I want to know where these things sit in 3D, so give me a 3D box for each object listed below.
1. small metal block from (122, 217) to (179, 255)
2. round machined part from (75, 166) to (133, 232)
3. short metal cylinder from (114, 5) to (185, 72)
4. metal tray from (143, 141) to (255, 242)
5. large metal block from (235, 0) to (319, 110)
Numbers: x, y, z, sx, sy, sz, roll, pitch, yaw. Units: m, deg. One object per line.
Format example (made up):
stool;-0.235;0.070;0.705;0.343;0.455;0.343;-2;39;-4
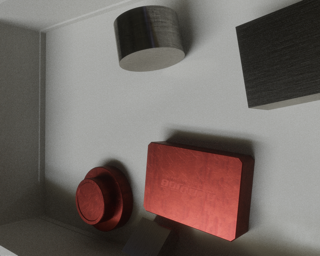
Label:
small metal block;-0.012;0.149;0.397;0.050;0.025;0.050;8;52;39
round machined part;-0.090;0.108;0.468;0.098;0.042;0.097;0;90;39
short metal cylinder;-0.013;-0.106;0.380;0.080;0.081;0.050;-15;81;39
metal tray;0.041;0.068;0.368;0.130;0.030;0.089;8;95;39
large metal block;0.124;-0.064;0.287;0.080;0.050;0.080;-12;83;39
